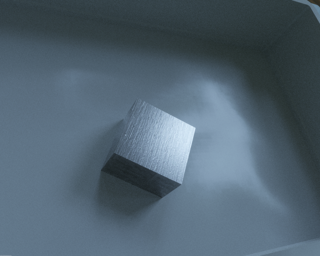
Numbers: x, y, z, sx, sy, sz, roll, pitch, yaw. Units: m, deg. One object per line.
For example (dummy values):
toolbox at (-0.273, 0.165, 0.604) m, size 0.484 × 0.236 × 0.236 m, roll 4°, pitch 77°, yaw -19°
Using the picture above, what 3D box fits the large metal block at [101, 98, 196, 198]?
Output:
large metal block at (-0.012, 0.024, 0.368) m, size 0.080 × 0.050 × 0.080 m, roll 27°, pitch 52°, yaw -11°
